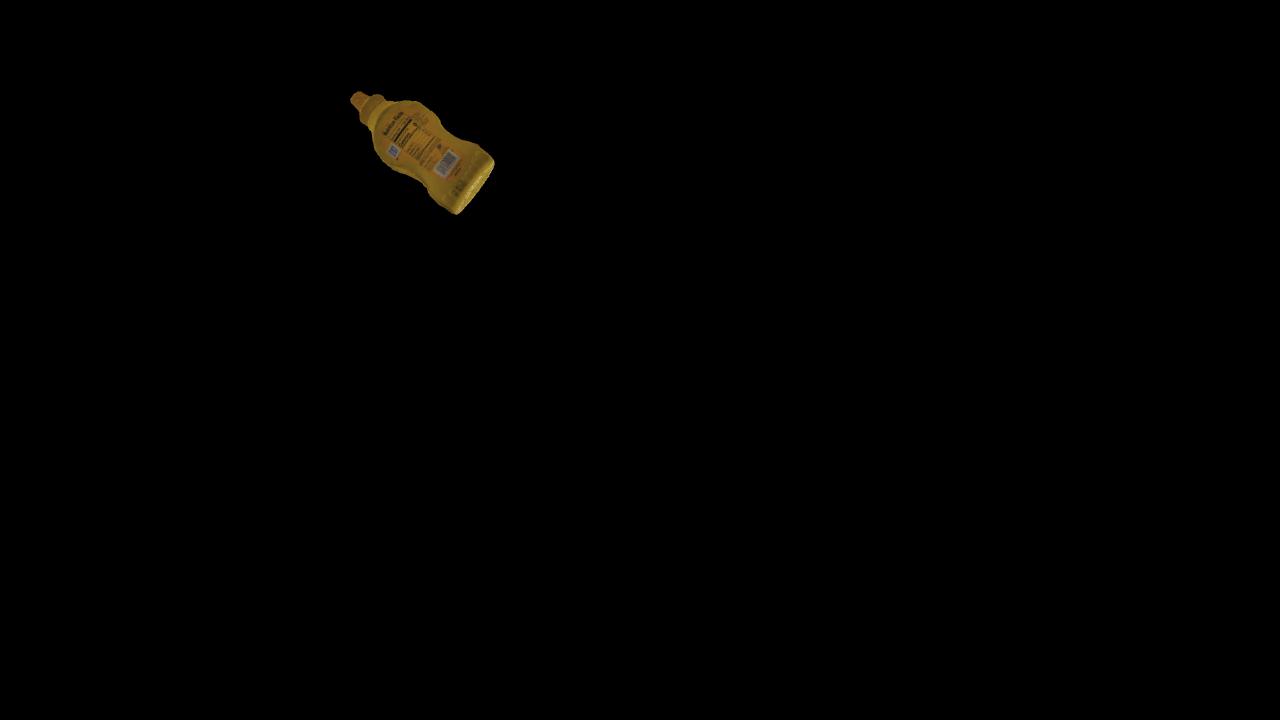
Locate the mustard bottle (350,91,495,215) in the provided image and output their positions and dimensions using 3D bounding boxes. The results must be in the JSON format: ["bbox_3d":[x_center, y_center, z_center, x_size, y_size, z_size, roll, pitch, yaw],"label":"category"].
[{"bbox_3d":[-0.285,-0.276,0.782,0.184,0.092,0.054,36,4,-8],"label":"mustard bottle"}]
